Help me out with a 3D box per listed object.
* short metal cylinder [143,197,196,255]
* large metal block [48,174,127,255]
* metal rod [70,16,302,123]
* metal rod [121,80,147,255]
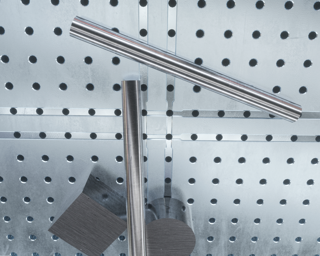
[{"bbox_3d":[0.010,0.150,0.455,0.081,0.050,0.079,0,110,0],"label":"short metal cylinder"},{"bbox_3d":[-0.097,0.128,0.446,0.080,0.050,0.080,39,105,-13],"label":"large metal block"},{"bbox_3d":[0.038,-0.070,0.387,0.302,0.025,0.025,20,109,-8],"label":"metal rod"},{"bbox_3d":[-0.033,0.088,0.407,0.025,0.025,0.298,-2,96,0],"label":"metal rod"}]
